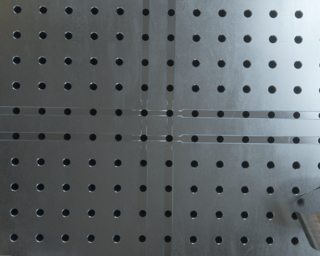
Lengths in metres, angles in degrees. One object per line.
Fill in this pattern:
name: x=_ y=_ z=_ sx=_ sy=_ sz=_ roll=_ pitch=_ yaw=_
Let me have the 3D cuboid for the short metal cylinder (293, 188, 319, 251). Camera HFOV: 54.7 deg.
short metal cylinder: x=0.217 y=0.111 z=0.388 sx=0.080 sy=0.080 sz=0.050 roll=-24 pitch=90 yaw=0
